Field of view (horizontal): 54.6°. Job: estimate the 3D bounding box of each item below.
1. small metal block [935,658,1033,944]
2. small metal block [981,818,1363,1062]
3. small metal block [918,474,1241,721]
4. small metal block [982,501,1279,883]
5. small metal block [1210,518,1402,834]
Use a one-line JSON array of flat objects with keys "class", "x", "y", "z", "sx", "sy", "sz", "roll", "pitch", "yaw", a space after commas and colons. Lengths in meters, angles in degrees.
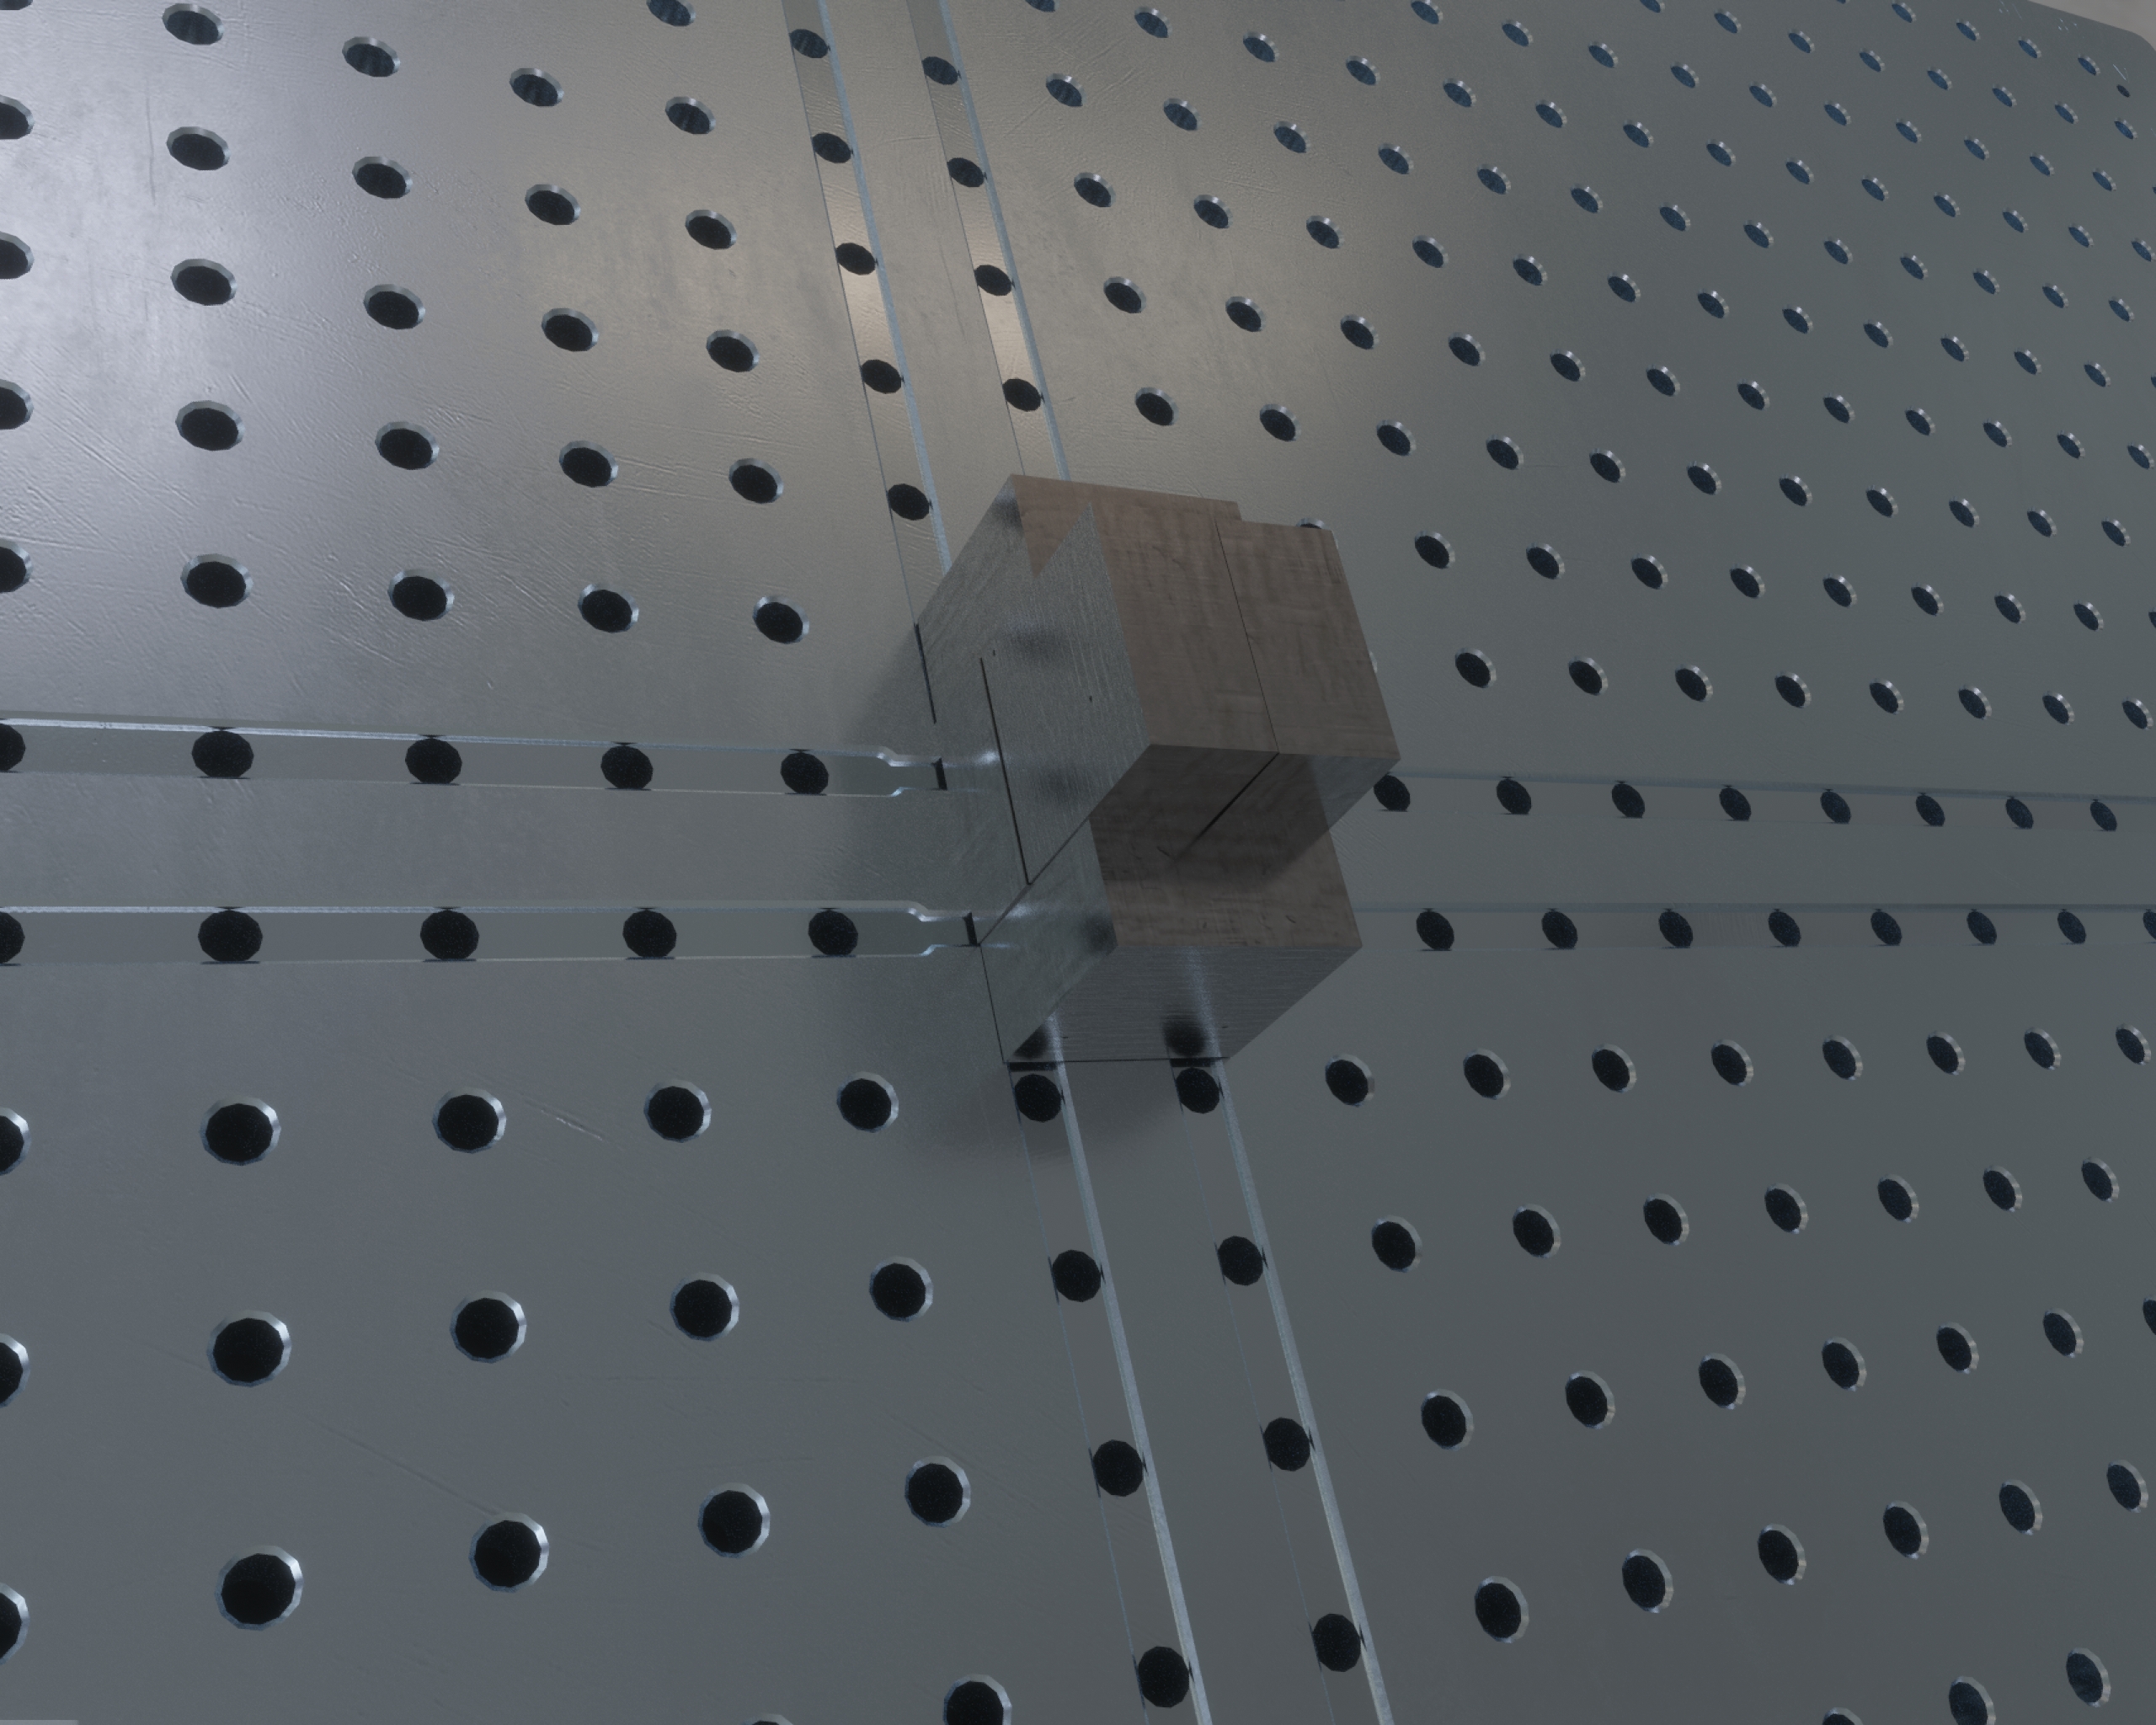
[{"class": "small metal block", "x": 0.003, "y": -0.012, "z": 0.416, "sx": 0.050, "sy": 0.025, "sz": 0.050, "roll": 1, "pitch": 61, "yaw": -26}, {"class": "small metal block", "x": 0.016, "y": 0.015, "z": 0.390, "sx": 0.050, "sy": 0.050, "sz": 0.025, "roll": 1, "pitch": 61, "yaw": -27}, {"class": "small metal block", "x": 0.002, "y": -0.051, "z": 0.422, "sx": 0.050, "sy": 0.050, "sz": 0.025, "roll": 2, "pitch": 61, "yaw": -27}, {"class": "small metal block", "x": 0.008, "y": -0.030, "z": 0.381, "sx": 0.025, "sy": 0.050, "sz": 0.050, "roll": 2, "pitch": 61, "yaw": -28}, {"class": "small metal block", "x": 0.031, "y": -0.029, "z": 0.394, "sx": 0.025, "sy": 0.050, "sz": 0.050, "roll": 1, "pitch": 61, "yaw": -26}]
